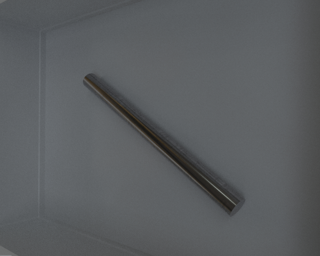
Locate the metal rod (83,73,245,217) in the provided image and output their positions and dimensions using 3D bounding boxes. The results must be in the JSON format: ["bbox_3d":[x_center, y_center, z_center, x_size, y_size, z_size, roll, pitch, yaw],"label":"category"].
[{"bbox_3d":[-0.014,0.005,0.413,0.300,0.025,0.025,40,114,32],"label":"metal rod"}]
